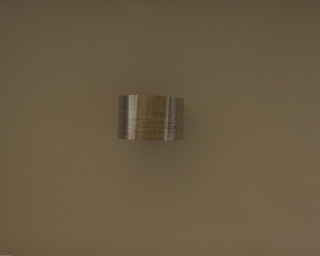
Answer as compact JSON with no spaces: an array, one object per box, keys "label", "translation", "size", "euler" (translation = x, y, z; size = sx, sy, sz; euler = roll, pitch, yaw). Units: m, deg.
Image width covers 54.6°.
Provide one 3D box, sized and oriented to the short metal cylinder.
[{"label":"short metal cylinder","translation":[-0.011,-0.011,0.381],"size":[0.080,0.080,0.050],"euler":[2,90,0]}]
